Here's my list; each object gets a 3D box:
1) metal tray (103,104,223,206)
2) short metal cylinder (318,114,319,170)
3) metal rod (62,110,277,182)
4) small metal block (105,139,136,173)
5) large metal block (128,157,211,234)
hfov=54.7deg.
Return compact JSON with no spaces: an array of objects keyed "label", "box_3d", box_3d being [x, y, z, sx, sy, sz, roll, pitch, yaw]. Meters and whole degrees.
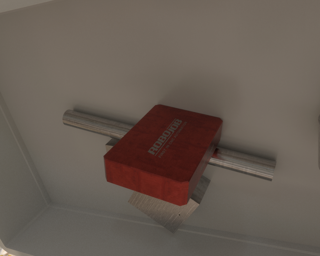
[{"label":"metal tray","box_3d":[0.009,0.022,0.348,0.090,0.131,0.030,14,124,20]},{"label":"short metal cylinder","box_3d":[0.189,0.014,0.282,0.080,0.080,0.050,1,119,27]},{"label":"metal rod","box_3d":[-0.002,0.018,0.419,0.301,0.025,0.025,14,124,20]},{"label":"small metal block","box_3d":[-0.049,0.043,0.460,0.050,0.025,0.050,8,122,23]},{"label":"large metal block","box_3d":[0.012,0.090,0.441,0.080,0.050,0.079,34,129,5]}]
